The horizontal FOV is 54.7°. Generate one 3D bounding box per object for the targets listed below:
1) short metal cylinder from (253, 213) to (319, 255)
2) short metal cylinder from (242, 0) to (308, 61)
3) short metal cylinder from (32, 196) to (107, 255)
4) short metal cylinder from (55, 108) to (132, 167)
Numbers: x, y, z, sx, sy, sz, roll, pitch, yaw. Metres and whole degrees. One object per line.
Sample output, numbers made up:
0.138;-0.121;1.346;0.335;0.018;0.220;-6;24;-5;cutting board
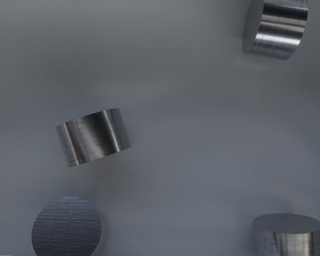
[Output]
0.160;0.143;0.386;0.081;0.080;0.050;-4;90;-1;short metal cylinder
0.140;-0.128;0.386;0.050;0.080;0.080;9;90;0;short metal cylinder
-0.109;0.130;0.383;0.081;0.050;0.080;0;64;-1;short metal cylinder
-0.081;0.012;0.383;0.080;0.080;0.050;-18;90;0;short metal cylinder
